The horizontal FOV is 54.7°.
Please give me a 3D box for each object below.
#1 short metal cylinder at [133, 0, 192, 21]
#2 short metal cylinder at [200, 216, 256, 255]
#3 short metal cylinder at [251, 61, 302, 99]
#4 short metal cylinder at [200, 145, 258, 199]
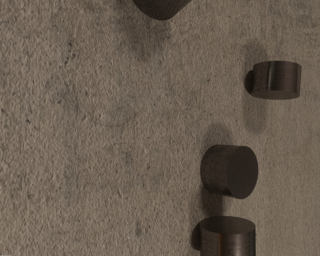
[{"bbox_3d":[0.005,-0.180,0.374,0.050,0.080,0.080,-49,120,-29],"label":"short metal cylinder"},{"bbox_3d":[0.099,0.166,0.455,0.081,0.080,0.050,-2,92,-40],"label":"short metal cylinder"},{"bbox_3d":[0.203,-0.081,0.542,0.081,0.080,0.050,9,84,-40],"label":"short metal cylinder"},{"bbox_3d":[0.109,0.067,0.483,0.081,0.050,0.079,0,90,-40],"label":"short metal cylinder"}]
